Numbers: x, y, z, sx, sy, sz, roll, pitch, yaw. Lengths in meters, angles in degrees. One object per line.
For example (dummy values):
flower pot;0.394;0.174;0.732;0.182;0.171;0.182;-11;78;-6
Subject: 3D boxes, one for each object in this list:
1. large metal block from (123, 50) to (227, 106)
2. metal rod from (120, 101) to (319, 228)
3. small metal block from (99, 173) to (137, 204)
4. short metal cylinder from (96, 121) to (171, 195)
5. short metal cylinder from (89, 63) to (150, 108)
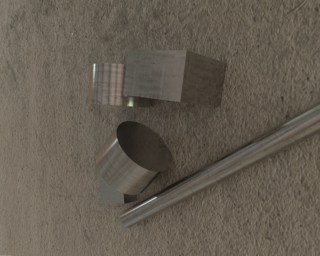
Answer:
large metal block;0.018;-0.056;0.353;0.080;0.081;0.050;11;97;39
metal rod;0.055;0.056;0.358;0.299;0.025;0.025;-36;68;33
small metal block;-0.062;0.082;0.454;0.050;0.025;0.050;-6;86;39
short metal cylinder;-0.034;0.037;0.395;0.050;0.081;0.080;-48;62;29
short metal cylinder;-0.053;-0.054;0.410;0.080;0.081;0.050;6;94;39
